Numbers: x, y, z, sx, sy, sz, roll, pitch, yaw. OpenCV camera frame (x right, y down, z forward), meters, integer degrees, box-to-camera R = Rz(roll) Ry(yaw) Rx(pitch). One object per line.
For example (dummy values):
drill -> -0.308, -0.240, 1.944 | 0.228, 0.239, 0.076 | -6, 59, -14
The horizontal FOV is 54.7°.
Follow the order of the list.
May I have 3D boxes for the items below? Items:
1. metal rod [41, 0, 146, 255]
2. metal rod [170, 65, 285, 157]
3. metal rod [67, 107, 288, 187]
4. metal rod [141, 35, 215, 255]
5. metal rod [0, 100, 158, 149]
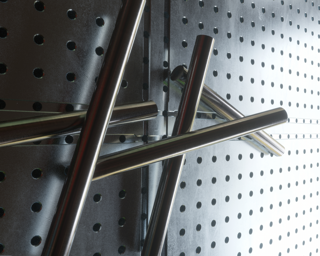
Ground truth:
metal rod -> -0.066, -0.004, 0.321 | 0.025, 0.025, 0.299 | 24, 76, -38
metal rod -> 0.129, -0.016, 0.520 | 0.301, 0.025, 0.025 | 30, 71, -36
metal rod -> 0.039, 0.017, 0.389 | 0.302, 0.025, 0.025 | -14, 100, -22
metal rod -> 0.025, 0.022, 0.411 | 0.025, 0.025, 0.298 | 18, 85, -39
metal rod -> -0.125, 0.001, 0.305 | 0.302, 0.025, 0.025 | -12, 98, -40
